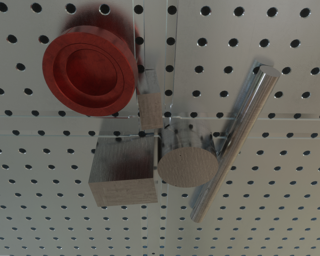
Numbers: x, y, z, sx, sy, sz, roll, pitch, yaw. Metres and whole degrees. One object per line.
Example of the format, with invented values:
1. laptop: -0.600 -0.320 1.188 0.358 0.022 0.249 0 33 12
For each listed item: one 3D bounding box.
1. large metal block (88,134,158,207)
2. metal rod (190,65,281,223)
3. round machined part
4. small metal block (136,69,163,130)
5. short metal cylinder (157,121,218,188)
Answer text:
1. large metal block: -0.046 0.057 0.424 0.080 0.080 0.050 -5 130 4
2. metal rod: 0.096 0.045 0.451 0.025 0.025 0.298 9 130 -8
3. round machined part: -0.072 -0.064 0.338 0.099 0.042 0.097 5 127 6
4. small metal block: -0.013 -0.034 0.365 0.025 0.050 0.050 -7 130 -3
5. short metal cylinder: 0.037 0.037 0.428 0.081 0.050 0.079 0 130 0
